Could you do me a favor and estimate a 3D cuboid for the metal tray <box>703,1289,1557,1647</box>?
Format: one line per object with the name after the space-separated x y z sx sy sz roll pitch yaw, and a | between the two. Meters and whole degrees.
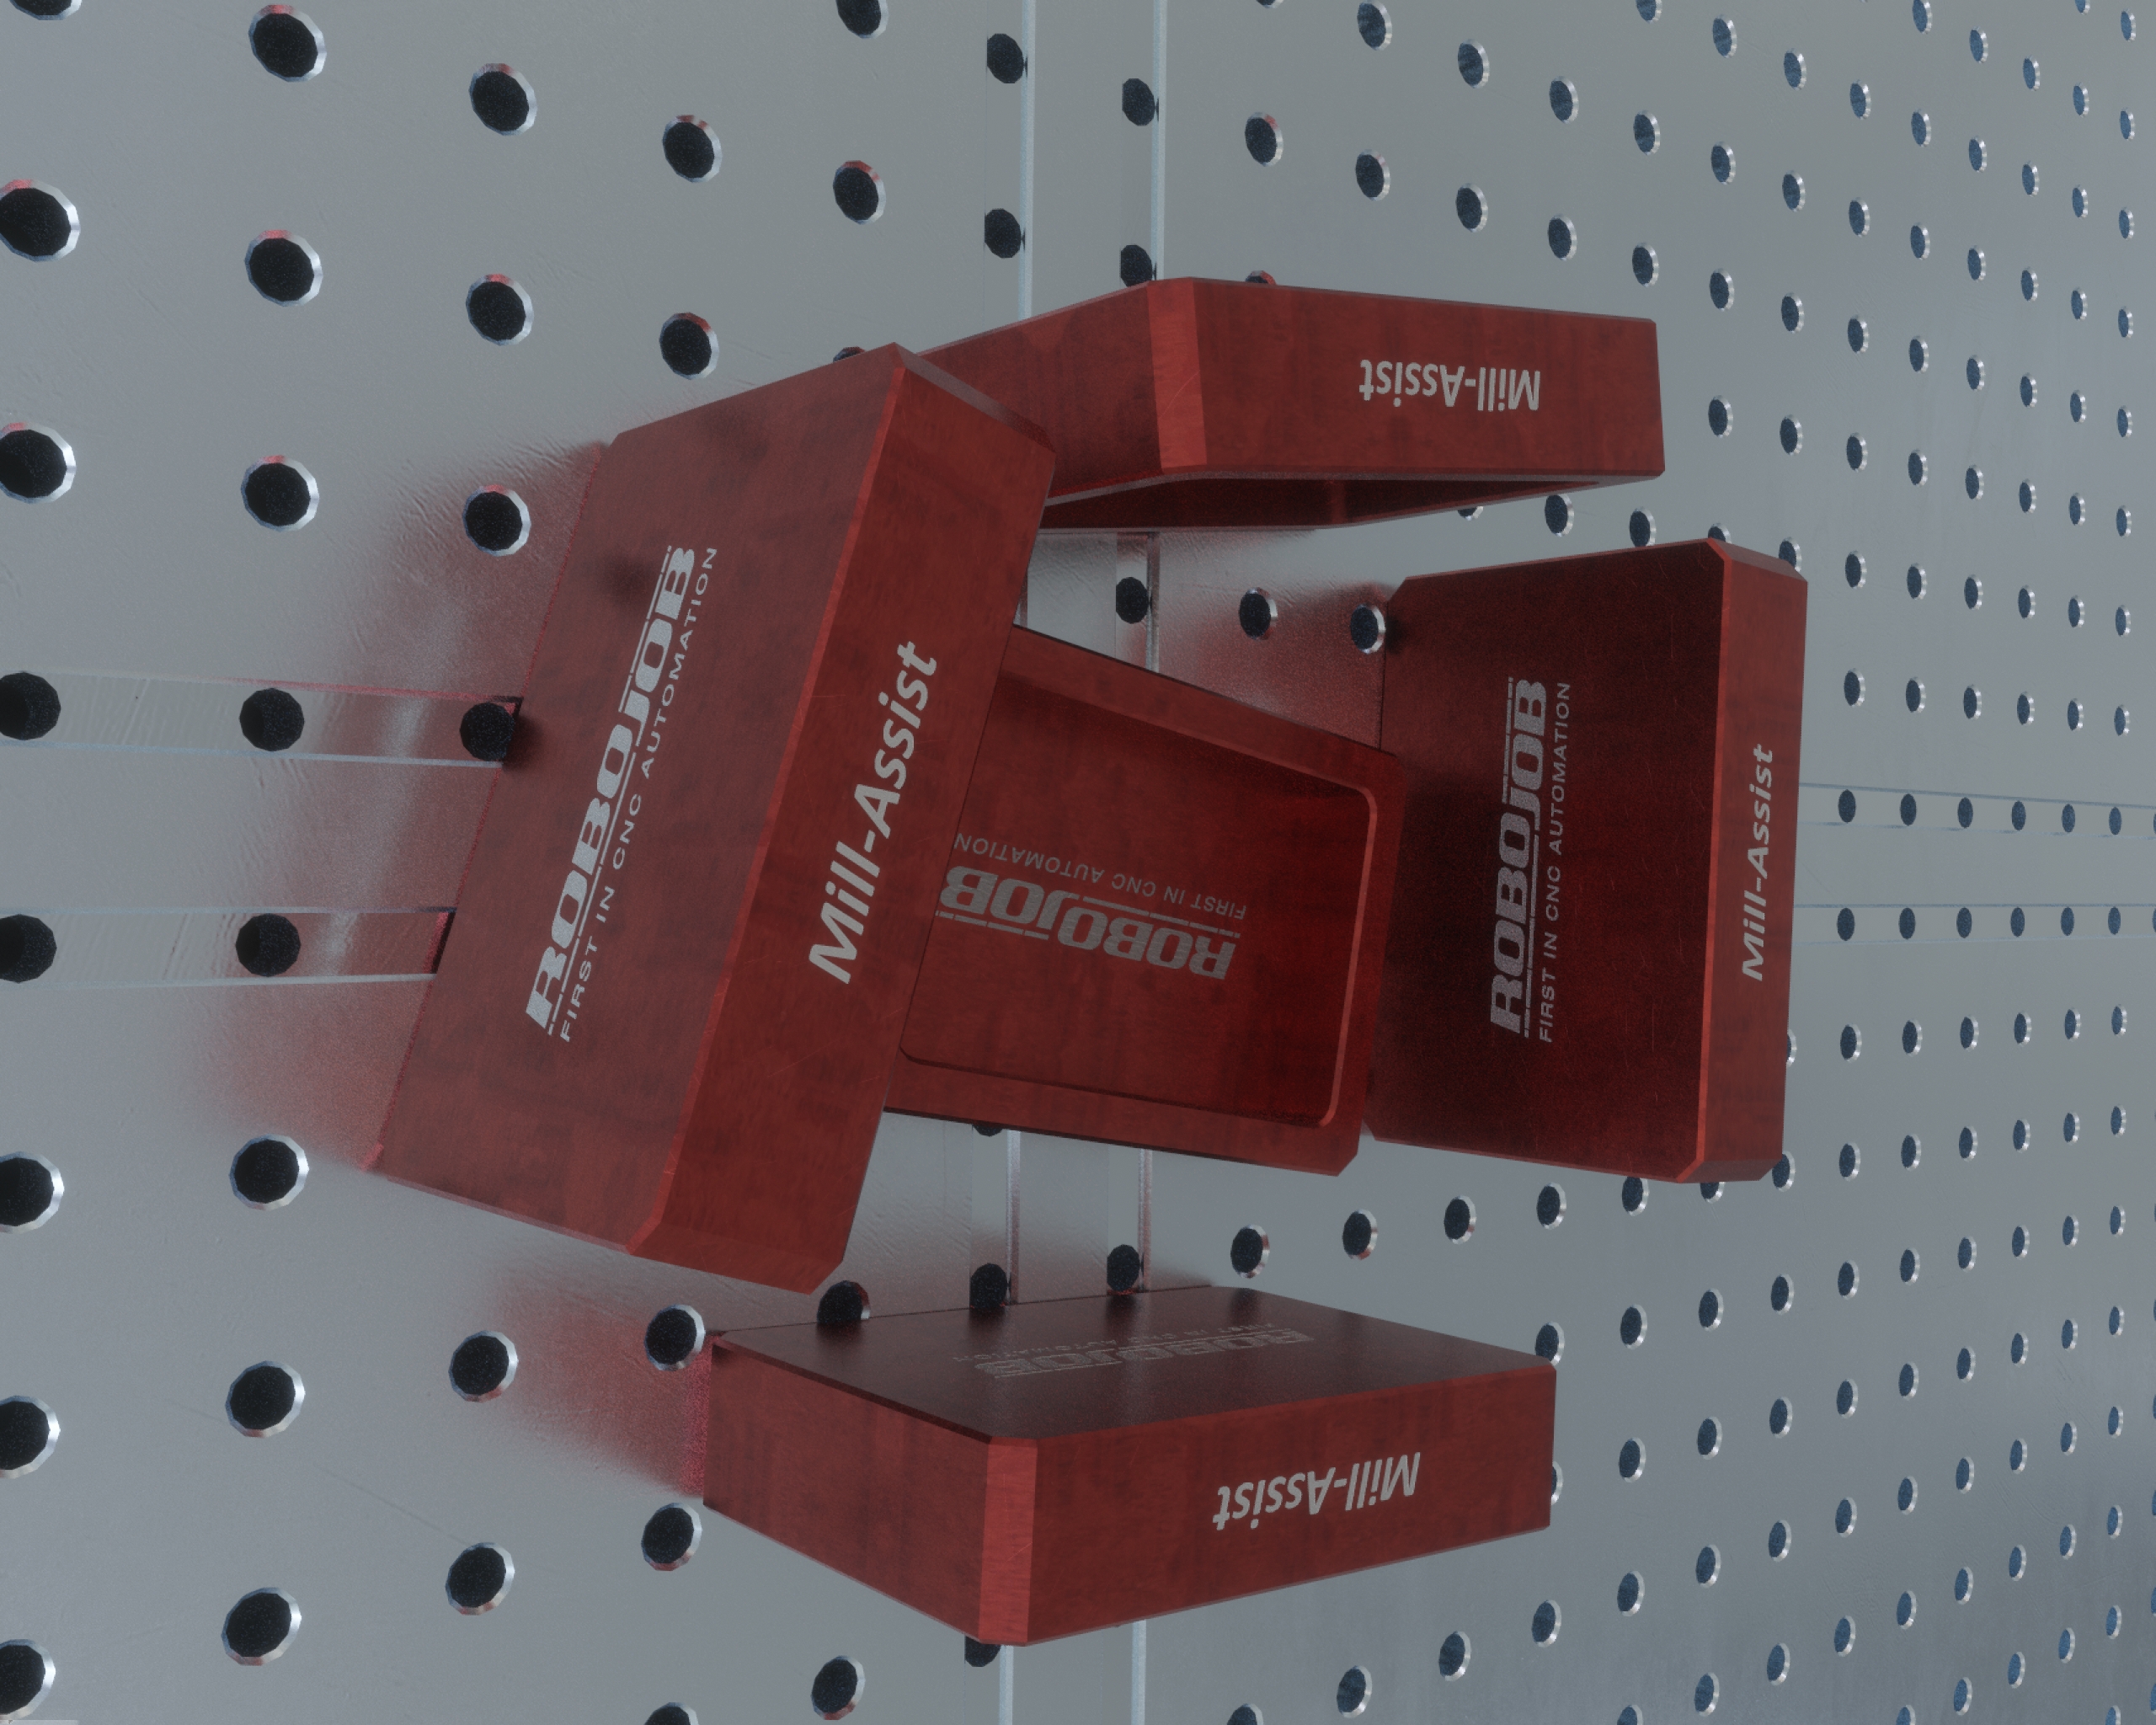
0.011 0.102 0.376 0.131 0.090 0.030 5 87 -39 | metal tray

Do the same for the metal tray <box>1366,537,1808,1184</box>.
0.108 0.000 0.456 0.030 0.090 0.129 6 86 -40 | metal tray

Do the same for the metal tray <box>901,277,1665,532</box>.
0.036 -0.083 0.395 0.131 0.090 0.030 -8 96 -39 | metal tray

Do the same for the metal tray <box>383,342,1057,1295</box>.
-0.057 -0.007 0.318 0.030 0.090 0.130 23 75 -37 | metal tray

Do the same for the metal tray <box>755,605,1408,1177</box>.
0.006 0.009 0.409 0.131 0.030 0.090 14 81 -39 | metal tray
